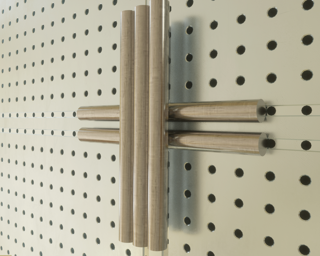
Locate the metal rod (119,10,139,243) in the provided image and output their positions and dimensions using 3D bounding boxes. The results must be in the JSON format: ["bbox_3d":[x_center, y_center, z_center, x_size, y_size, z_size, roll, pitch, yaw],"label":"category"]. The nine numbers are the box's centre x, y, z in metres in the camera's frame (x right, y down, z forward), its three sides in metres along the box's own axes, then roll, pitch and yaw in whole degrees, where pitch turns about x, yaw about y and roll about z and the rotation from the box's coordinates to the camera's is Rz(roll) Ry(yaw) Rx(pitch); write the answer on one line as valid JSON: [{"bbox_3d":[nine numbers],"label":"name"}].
[{"bbox_3d":[-0.041,-0.002,0.409,0.025,0.025,0.298,1,91,39],"label":"metal rod"}]

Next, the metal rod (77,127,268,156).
[{"bbox_3d":[-0.009,0.014,0.415,0.300,0.025,0.025,1,91,39],"label":"metal rod"}]

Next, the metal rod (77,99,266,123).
[{"bbox_3d":[-0.011,-0.021,0.417,0.300,0.025,0.025,1,91,39],"label":"metal rod"}]

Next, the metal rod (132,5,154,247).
[{"bbox_3d":[-0.021,-0.002,0.393,0.025,0.025,0.298,1,91,39],"label":"metal rod"}]

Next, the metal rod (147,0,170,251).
[{"bbox_3d":[-0.002,-0.004,0.377,0.025,0.025,0.298,1,91,39],"label":"metal rod"}]
